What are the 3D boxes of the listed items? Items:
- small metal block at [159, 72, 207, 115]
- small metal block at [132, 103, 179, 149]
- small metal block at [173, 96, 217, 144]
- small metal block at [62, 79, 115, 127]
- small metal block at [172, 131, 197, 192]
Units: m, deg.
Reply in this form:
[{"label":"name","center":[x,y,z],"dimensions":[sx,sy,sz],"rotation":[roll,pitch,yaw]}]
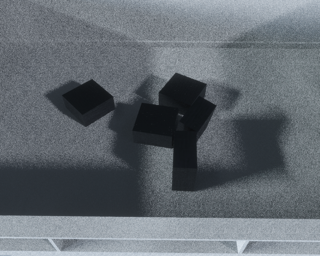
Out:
[{"label":"small metal block","center":[0.032,-0.048,0.445],"dimensions":[0.050,0.025,0.050],"rotation":[24,54,19]},{"label":"small metal block","center":[-0.005,-0.004,0.408],"dimensions":[0.050,0.025,0.050],"rotation":[9,51,7]},{"label":"small metal block","center":[0.043,-0.004,0.390],"dimensions":[0.025,0.050,0.050],"rotation":[31,56,12]},{"label":"small metal block","center":[-0.099,-0.036,0.435],"dimensions":[0.050,0.025,0.050],"rotation":[-35,59,-26]},{"label":"small metal block","center":[0.028,0.038,0.357],"dimensions":[0.025,0.050,0.050],"rotation":[2,50,2]}]
